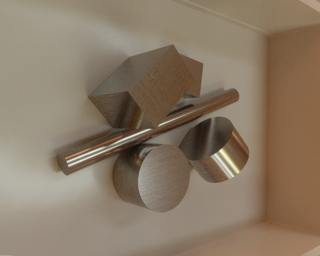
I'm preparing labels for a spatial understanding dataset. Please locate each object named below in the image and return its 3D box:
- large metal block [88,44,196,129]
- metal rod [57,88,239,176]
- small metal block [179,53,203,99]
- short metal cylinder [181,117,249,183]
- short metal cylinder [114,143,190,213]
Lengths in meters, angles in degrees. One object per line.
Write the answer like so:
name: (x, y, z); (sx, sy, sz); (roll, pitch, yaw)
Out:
large metal block: (-0.021, -0.045, 0.354); (0.080, 0.080, 0.050); (-51, 121, -28)
metal rod: (0.009, -0.008, 0.415); (0.302, 0.025, 0.025); (-23, 105, -38)
small metal block: (0.032, -0.071, 0.433); (0.050, 0.025, 0.050); (11, 83, -40)
short metal cylinder: (0.077, 0.030, 0.437); (0.050, 0.080, 0.080); (51, 60, -29)
short metal cylinder: (-0.009, 0.059, 0.382); (0.081, 0.050, 0.079); (0, 90, -40)
